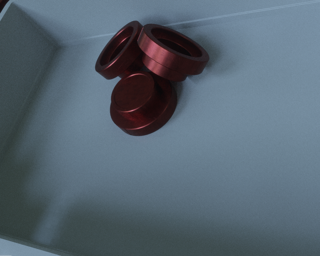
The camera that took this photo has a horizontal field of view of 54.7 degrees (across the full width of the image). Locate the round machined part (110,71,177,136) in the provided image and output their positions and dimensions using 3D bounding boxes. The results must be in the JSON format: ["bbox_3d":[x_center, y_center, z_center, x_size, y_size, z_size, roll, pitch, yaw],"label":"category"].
[{"bbox_3d":[-0.029,-0.041,0.435,0.098,0.042,0.098,-13,56,21],"label":"round machined part"}]

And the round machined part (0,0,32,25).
[{"bbox_3d":[-0.360,-0.295,0.769,0.098,0.042,0.098,-13,56,21],"label":"round machined part"}]

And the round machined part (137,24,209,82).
[{"bbox_3d":[0.014,-0.100,0.425,0.098,0.099,0.042,58,132,39],"label":"round machined part"}]

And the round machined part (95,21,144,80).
[{"bbox_3d":[-0.052,-0.113,0.478,0.098,0.042,0.098,-33,36,29],"label":"round machined part"}]
